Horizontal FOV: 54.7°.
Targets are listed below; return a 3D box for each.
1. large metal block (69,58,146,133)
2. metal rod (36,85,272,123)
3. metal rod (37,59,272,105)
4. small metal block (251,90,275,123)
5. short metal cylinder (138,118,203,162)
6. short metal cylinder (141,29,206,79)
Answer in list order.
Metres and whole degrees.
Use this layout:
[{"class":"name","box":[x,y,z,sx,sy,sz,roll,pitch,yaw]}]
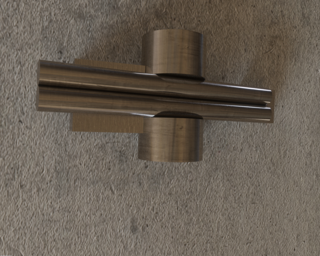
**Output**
[{"class":"large metal block","box":[-0.065,-0.035,0.373,0.081,0.050,0.080,2,90,-20]},{"class":"metal rod","box":[0.016,-0.024,0.369,0.303,0.025,0.025,2,90,-28]},{"class":"metal rod","box":[0.016,-0.049,0.369,0.303,0.025,0.025,2,90,-28]},{"class":"small metal block","box":[0.142,-0.033,0.463,0.050,0.025,0.050,3,89,-20]},{"class":"short metal cylinder","box":[0.013,0.014,0.386,0.081,0.080,0.050,2,90,-20]},{"class":"short metal cylinder","box":[0.017,-0.086,0.387,0.081,0.080,0.050,2,90,-20]}]
